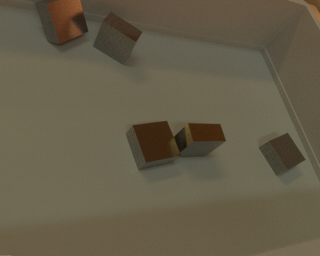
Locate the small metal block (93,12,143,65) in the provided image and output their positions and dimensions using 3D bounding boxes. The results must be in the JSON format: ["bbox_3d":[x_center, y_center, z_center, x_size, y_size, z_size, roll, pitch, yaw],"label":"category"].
[{"bbox_3d":[-0.060,-0.124,0.435,0.050,0.050,0.025,31,52,-9],"label":"small metal block"}]

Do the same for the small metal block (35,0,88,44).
[{"bbox_3d":[-0.128,-0.145,0.407,0.025,0.050,0.050,17,42,33],"label":"small metal block"}]

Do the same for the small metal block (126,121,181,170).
[{"bbox_3d":[-0.009,0.021,0.389,0.050,0.025,0.050,-8,66,-32],"label":"small metal block"}]

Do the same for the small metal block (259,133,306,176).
[{"bbox_3d":[0.192,0.040,0.487,0.050,0.025,0.050,-17,71,-35],"label":"small metal block"}]

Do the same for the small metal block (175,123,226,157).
[{"bbox_3d":[0.049,0.017,0.407,0.050,0.050,0.025,1,62,-28],"label":"small metal block"}]
